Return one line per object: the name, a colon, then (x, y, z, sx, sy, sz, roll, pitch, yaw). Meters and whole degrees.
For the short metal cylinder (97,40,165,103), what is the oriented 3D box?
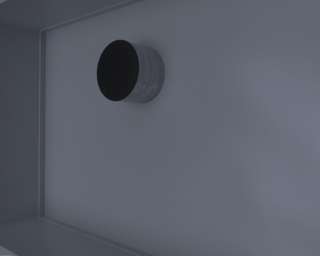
short metal cylinder: (-0.040, -0.075, 0.422, 0.080, 0.050, 0.079, 0, 90, 39)
